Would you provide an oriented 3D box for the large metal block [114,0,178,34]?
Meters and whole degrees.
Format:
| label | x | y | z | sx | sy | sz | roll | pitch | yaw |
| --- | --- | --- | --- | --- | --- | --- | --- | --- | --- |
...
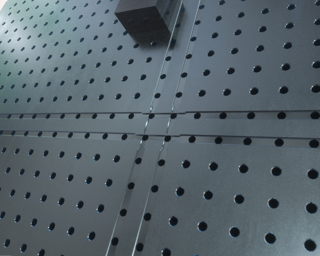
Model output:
| label | x | y | z | sx | sy | sz | roll | pitch | yaw |
| --- | --- | --- | --- | --- | --- | --- | --- | --- | --- |
| large metal block | -0.021 | -0.215 | 0.536 | 0.080 | 0.050 | 0.080 | 2 | 63 | 29 |
